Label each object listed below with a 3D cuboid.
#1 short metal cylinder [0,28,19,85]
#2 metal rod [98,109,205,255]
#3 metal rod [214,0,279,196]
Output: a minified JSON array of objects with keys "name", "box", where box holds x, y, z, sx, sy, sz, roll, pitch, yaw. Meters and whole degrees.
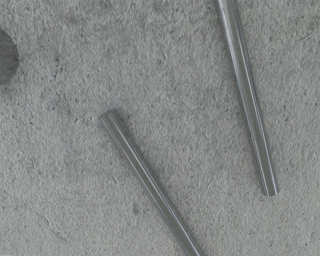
[{"name":"short metal cylinder","box":[-0.217,-0.083,0.364,0.081,0.050,0.079,0,110,0]},{"name":"metal rod","box":[0.001,0.105,0.448,0.025,0.025,0.299,-27,108,9]},{"name":"metal rod","box":[0.111,-0.043,0.394,0.025,0.025,0.298,-17,109,6]}]
